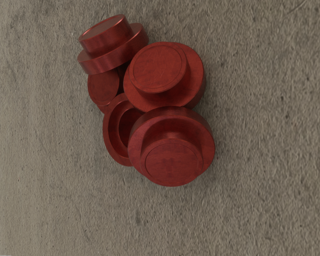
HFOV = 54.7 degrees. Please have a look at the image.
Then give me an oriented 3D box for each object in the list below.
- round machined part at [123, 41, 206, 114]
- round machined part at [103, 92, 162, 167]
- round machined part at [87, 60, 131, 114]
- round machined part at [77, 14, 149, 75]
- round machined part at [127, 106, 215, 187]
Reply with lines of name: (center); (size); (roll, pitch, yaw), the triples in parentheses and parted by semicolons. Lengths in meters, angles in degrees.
round machined part: (0.002, -0.061, 0.363); (0.098, 0.042, 0.098); (-6, 66, 14)
round machined part: (-0.029, 0.001, 0.417); (0.098, 0.042, 0.097); (0, 90, 39)
round machined part: (-0.068, -0.065, 0.451); (0.098, 0.042, 0.097); (0, 90, 39)
round machined part: (-0.068, -0.116, 0.411); (0.098, 0.098, 0.042); (1, 133, 39)
round machined part: (0.013, 0.027, 0.347); (0.097, 0.098, 0.042); (-50, 20, 28)
